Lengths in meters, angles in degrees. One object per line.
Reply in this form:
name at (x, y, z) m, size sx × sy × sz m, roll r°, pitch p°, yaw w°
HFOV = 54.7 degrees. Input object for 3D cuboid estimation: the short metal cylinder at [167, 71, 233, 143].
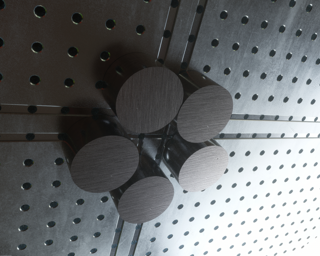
short metal cylinder at (0.046, -0.028, 0.402) m, size 0.081 × 0.050 × 0.079 m, roll -14°, pitch 124°, yaw -21°

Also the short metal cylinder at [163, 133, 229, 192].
short metal cylinder at (0.051, 0.046, 0.450) m, size 0.081 × 0.050 × 0.079 m, roll -14°, pitch 126°, yaw -20°

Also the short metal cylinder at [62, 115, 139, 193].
short metal cylinder at (-0.072, 0.031, 0.374) m, size 0.081 × 0.050 × 0.079 m, roll -14°, pitch 125°, yaw -21°

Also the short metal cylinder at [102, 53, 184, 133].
short metal cylinder at (-0.020, -0.041, 0.358) m, size 0.081 × 0.050 × 0.079 m, roll -14°, pitch 125°, yaw -21°

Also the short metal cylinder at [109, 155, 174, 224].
short metal cylinder at (-0.027, 0.085, 0.431) m, size 0.081 × 0.050 × 0.079 m, roll -13°, pitch 124°, yaw -21°
